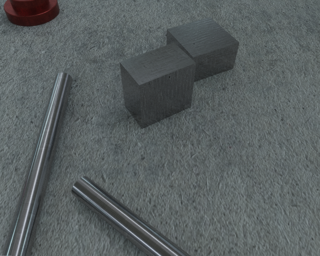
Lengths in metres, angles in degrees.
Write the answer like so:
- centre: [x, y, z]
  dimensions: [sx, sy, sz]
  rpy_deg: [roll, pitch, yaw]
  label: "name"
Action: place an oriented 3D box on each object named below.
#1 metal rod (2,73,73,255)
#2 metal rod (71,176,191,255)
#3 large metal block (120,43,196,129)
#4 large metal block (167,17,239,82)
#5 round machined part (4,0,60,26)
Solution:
- centre: [-0.140, 0.042, 0.366]
  dimensions: [0.025, 0.025, 0.300]
  rpy_deg: [-1, 50, -1]
  label: "metal rod"
- centre: [0.029, 0.136, 0.289]
  dimensions: [0.300, 0.025, 0.025]
  rpy_deg: [31, 56, 23]
  label: "metal rod"
- centre: [-0.003, -0.056, 0.415]
  dimensions: [0.081, 0.080, 0.050]
  rpy_deg: [-25, 55, -20]
  label: "large metal block"
- centre: [0.065, -0.126, 0.493]
  dimensions: [0.081, 0.050, 0.080]
  rpy_deg: [-21, 53, -17]
  label: "large metal block"
- centre: [-0.247, -0.239, 0.590]
  dimensions: [0.099, 0.042, 0.098]
  rpy_deg: [0, 50, 0]
  label: "round machined part"
